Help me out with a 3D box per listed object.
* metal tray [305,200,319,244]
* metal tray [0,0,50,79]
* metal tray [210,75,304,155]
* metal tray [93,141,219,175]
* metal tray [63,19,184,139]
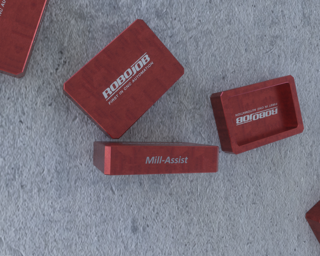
[{"bbox_3d":[0.310,0.173,0.520,0.090,0.030,0.130,-35,101,-17],"label":"metal tray"},{"bbox_3d":[-0.179,-0.130,0.340,0.091,0.030,0.129,17,84,-19],"label":"metal tray"},{"bbox_3d":[0.146,-0.021,0.459,0.131,0.030,0.089,-15,95,-20],"label":"metal tray"},{"bbox_3d":[-0.008,0.034,0.371,0.131,0.090,0.030,2,90,-20],"label":"metal tray"},{"bbox_3d":[-0.044,-0.061,0.390,0.130,0.030,0.090,-46,105,-14],"label":"metal tray"}]
